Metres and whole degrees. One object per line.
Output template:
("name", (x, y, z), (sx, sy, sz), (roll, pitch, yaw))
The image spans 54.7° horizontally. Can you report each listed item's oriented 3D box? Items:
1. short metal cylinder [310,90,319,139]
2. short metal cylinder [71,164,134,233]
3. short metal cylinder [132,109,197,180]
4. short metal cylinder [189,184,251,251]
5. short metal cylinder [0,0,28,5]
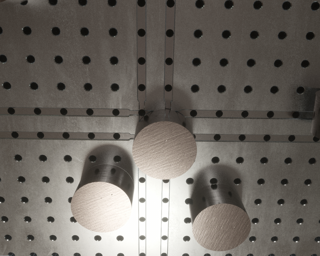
("short metal cylinder", (0.233, -0.016, 0.382), (0.081, 0.080, 0.050), (-2, 110, 0))
("short metal cylinder", (-0.078, 0.098, 0.435), (0.081, 0.050, 0.079), (0, 110, -1))
("short metal cylinder", (0.006, 0.020, 0.408), (0.081, 0.050, 0.079), (0, 110, -1))
("short metal cylinder", (0.085, 0.129, 0.449), (0.081, 0.050, 0.079), (0, 110, -1))
("short metal cylinder", (-0.177, -0.176, 0.333), (0.081, 0.050, 0.079), (0, 110, -1))
